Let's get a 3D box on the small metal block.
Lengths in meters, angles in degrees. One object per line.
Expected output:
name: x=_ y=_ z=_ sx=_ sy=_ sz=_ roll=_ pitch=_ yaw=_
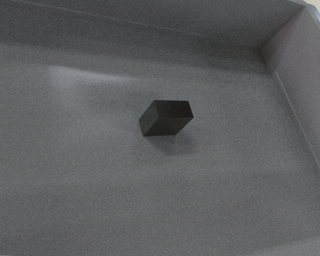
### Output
small metal block: x=0.007 y=-0.012 z=0.402 sx=0.050 sy=0.050 sz=0.025 roll=-1 pitch=63 yaw=-29
